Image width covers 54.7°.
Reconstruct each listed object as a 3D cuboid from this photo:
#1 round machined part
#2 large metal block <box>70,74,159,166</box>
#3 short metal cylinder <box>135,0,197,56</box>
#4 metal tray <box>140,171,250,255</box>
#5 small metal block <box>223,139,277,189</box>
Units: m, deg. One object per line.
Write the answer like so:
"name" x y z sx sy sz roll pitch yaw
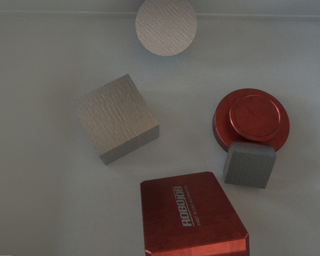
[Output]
"round machined part" 0.121 -0.009 0.405 0.099 0.042 0.098 0 70 -1
"large metal block" -0.056 -0.010 0.399 0.080 0.050 0.080 -28 73 -10
"short metal cylinder" 0.009 -0.144 0.427 0.081 0.050 0.079 0 114 1
"metal tray" 0.028 0.093 0.325 0.091 0.130 0.030 -8 108 -3
"small metal block" 0.108 0.044 0.379 0.050 0.050 0.025 8 32 2
